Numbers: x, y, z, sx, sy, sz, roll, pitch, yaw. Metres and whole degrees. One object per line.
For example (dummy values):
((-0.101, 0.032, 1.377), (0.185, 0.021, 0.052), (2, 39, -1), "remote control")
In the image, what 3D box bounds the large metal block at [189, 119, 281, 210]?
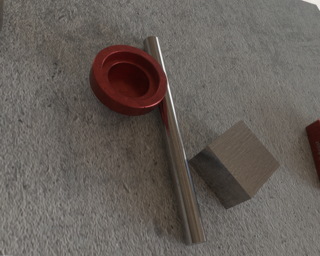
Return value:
((0.099, 0.047, 0.415), (0.081, 0.050, 0.080), (-33, 80, -38), "large metal block")

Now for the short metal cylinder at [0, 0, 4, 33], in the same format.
((-0.225, -0.144, 0.355), (0.081, 0.050, 0.080), (14, 56, -21), "short metal cylinder")

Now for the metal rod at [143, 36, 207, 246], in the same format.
((0.014, -0.002, 0.413), (0.025, 0.025, 0.299), (3, 60, -27), "metal rod")

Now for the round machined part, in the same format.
((-0.043, -0.057, 0.404), (0.099, 0.042, 0.098), (12, 57, -19), "round machined part")

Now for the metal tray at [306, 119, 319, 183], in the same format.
((0.311, 0.054, 0.538), (0.091, 0.030, 0.130), (15, 55, -20), "metal tray")
